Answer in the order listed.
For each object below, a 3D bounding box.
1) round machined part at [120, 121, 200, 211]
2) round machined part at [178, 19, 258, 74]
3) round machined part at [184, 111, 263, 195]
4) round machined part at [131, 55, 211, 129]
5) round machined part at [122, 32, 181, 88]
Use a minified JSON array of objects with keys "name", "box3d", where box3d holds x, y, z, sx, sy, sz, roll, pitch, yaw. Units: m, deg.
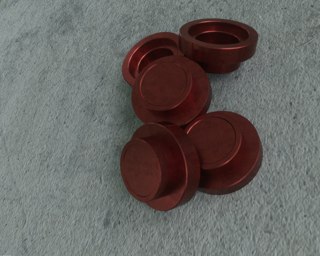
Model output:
[{"name":"round machined part","box3d":[-0.007,0.043,0.338,0.098,0.042,0.097,8,101,47]},{"name":"round machined part","box3d":[0.073,-0.104,0.401,0.099,0.042,0.098,0,39,0]},{"name":"round machined part","box3d":[0.062,0.022,0.348,0.098,0.042,0.098,-13,56,20]},{"name":"round machined part","box3d":[0.010,-0.045,0.373,0.098,0.042,0.098,-6,71,17]},{"name":"round machined part","box3d":[-0.002,-0.087,0.448,0.098,0.042,0.098,-13,56,20]}]
